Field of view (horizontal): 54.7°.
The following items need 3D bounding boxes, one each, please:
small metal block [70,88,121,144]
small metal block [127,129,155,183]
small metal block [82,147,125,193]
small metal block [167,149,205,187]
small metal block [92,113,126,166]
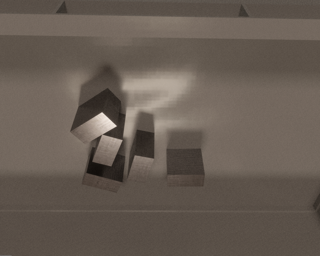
[{"bbox_3d":[-0.078,-0.015,0.379,0.050,0.050,0.025,-28,125,21],"label":"small metal block"},{"bbox_3d":[-0.026,0.039,0.426,0.025,0.050,0.050,11,129,-10],"label":"small metal block"},{"bbox_3d":[-0.079,0.059,0.442,0.050,0.050,0.025,18,128,-15],"label":"small metal block"},{"bbox_3d":[0.035,0.056,0.441,0.050,0.050,0.025,0,130,0],"label":"small metal block"},{"bbox_3d":[-0.066,0.013,0.403,0.025,0.050,0.050,16,128,-14],"label":"small metal block"}]
